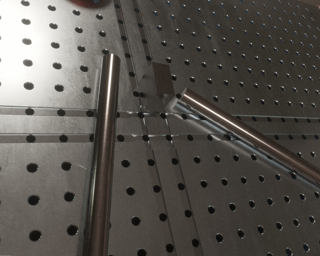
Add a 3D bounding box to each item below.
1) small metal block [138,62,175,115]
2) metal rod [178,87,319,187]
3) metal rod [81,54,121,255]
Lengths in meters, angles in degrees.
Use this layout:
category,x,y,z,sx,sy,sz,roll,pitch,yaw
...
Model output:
category,x,y,z,sx,sy,sz,roll,pitch,yaw
small metal block,-0.006,-0.053,0.423,0.025,0.050,0.050,5,60,-26
metal rod,0.162,0.025,0.482,0.301,0.025,0.025,30,52,-9
metal rod,-0.065,0.034,0.353,0.025,0.025,0.299,13,56,-22
